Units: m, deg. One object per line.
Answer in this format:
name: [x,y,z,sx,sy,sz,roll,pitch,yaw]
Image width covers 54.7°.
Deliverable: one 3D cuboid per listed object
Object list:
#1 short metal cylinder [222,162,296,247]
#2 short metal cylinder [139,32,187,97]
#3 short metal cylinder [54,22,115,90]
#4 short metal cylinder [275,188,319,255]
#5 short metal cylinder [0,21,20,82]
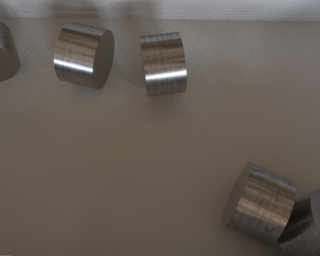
short metal cylinder: [0.110,0.085,0.350,0.050,0.080,0.080,23,72,9]
short metal cylinder: [0.003,-0.084,0.411,0.050,0.080,0.080,-8,70,-3]
short metal cylinder: [-0.099,-0.096,0.415,0.050,0.080,0.080,14,71,5]
short metal cylinder: [0.174,0.113,0.337,0.081,0.050,0.080,19,48,-22]
short metal cylinder: [-0.237,-0.102,0.416,0.080,0.080,0.050,-21,72,-7]
